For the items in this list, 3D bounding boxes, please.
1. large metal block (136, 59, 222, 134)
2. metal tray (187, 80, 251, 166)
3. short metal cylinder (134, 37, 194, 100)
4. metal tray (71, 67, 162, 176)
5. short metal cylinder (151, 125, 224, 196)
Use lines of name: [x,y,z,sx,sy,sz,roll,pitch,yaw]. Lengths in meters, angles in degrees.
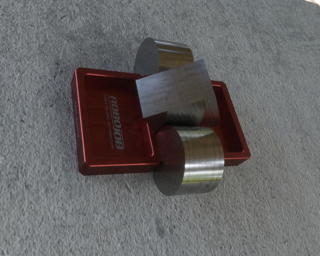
large metal block: [0.025,-0.029,0.375,0.080,0.080,0.050,-17,65,9]
metal tray: [0.068,-0.010,0.445,0.091,0.030,0.130,2,61,-28]
short metal cylinder: [0.003,-0.078,0.419,0.050,0.080,0.080,2,61,-27]
metal tray: [-0.056,-0.010,0.378,0.091,0.030,0.130,2,61,-28]
short metal cylinder: [0.030,0.037,0.363,0.050,0.080,0.080,2,61,-27]
